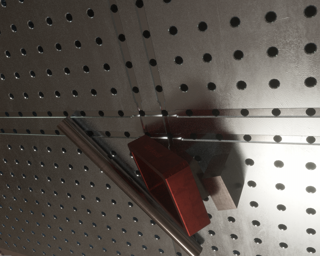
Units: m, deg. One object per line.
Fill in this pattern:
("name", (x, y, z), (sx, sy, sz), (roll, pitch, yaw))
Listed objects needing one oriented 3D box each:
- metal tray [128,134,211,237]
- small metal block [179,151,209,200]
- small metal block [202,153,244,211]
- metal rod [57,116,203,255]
("metal tray", (0.007, 0.067, 0.395), (0.130, 0.030, 0.090), (28, 143, 63))
("small metal block", (0.041, 0.063, 0.408), (0.025, 0.050, 0.050), (-32, 104, -5))
("small metal block", (0.081, 0.068, 0.393), (0.025, 0.050, 0.050), (-17, 110, 33))
("metal rod", (-0.045, 0.096, 0.492), (0.300, 0.025, 0.025), (45, 129, -4))
